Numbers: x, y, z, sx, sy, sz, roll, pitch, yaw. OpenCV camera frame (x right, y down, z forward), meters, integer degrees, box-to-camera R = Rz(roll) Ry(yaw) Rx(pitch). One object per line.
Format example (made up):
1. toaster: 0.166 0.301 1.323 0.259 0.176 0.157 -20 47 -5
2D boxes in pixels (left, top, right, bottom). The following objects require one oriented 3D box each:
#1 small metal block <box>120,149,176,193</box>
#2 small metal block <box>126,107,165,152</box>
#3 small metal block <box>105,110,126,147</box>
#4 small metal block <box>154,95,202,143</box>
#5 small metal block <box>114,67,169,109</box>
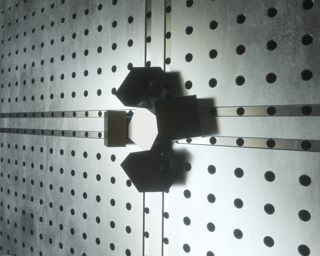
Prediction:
1. small metal block: -0.015 0.057 0.404 0.050 0.025 0.050 -11 119 39
2. small metal block: -0.014 0.000 0.419 0.050 0.025 0.050 38 113 33
3. small metal block: -0.065 0.001 0.446 0.050 0.025 0.050 180 90 -74
4. small metal block: 0.022 -0.010 0.374 0.050 0.025 0.050 -8 84 4
5. small metal block: -0.024 -0.054 0.411 0.050 0.025 0.050 8 59 39
